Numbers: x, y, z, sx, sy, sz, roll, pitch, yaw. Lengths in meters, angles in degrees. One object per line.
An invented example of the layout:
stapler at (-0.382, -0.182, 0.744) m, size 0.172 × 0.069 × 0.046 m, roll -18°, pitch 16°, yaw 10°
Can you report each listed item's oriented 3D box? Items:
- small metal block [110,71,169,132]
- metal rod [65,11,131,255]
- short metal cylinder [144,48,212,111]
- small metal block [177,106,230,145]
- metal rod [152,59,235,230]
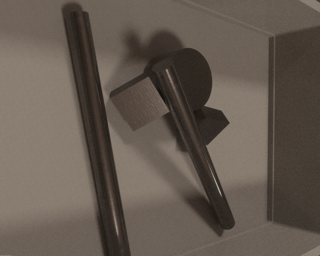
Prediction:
small metal block at (-0.024, -0.032, 0.371) m, size 0.050 × 0.025 × 0.050 m, roll -29°, pitch 115°, yaw 7°
metal rod at (-0.067, 0.024, 0.351) m, size 0.025 × 0.025 × 0.298 m, roll -15°, pitch 100°, yaw -39°
short metal cylinder at (0.024, -0.062, 0.412) m, size 0.081 × 0.050 × 0.079 m, roll 0°, pitch 90°, yaw -40°
small metal block at (0.062, -0.003, 0.442) m, size 0.050 × 0.050 × 0.025 m, roll 11°, pitch 41°, yaw -40°
metal rod at (0.056, 0.044, 0.418) m, size 0.025 × 0.025 × 0.299 m, roll -48°, pitch 131°, yaw -29°
